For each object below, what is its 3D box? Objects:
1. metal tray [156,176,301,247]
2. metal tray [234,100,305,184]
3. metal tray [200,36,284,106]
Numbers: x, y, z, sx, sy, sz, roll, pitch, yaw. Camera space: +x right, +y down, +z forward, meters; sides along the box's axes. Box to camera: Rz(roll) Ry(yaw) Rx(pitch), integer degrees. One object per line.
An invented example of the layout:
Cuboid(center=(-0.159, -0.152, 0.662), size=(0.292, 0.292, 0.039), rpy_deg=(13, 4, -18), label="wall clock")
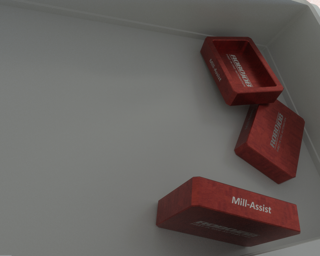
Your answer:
Cuboid(center=(0.073, 0.097, 0.343), size=(0.131, 0.090, 0.030), rpy_deg=(18, 55, -18), label="metal tray")
Cuboid(center=(0.177, 0.012, 0.490), size=(0.090, 0.030, 0.130), rpy_deg=(35, 51, -5), label="metal tray")
Cuboid(center=(0.131, -0.097, 0.508), size=(0.091, 0.030, 0.130), rpy_deg=(-5, 55, -19), label="metal tray")
